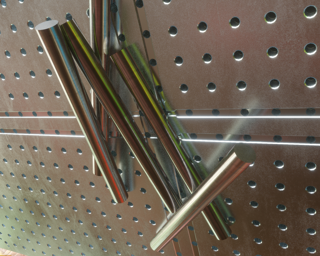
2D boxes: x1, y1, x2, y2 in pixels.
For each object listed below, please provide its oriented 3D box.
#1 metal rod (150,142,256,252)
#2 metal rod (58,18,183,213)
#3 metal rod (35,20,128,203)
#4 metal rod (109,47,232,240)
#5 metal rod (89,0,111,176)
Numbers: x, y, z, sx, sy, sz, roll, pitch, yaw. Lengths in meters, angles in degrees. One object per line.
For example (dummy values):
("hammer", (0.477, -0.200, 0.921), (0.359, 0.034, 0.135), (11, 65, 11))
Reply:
("metal rod", (0.041, 0.113, 0.427), (0.025, 0.025, 0.298), (34, 138, 6))
("metal rod", (-0.042, 0.001, 0.412), (0.025, 0.025, 0.299), (-12, 119, 33))
("metal rod", (-0.092, 0.003, 0.421), (0.025, 0.025, 0.298), (8, 134, 24))
("metal rod", (0.022, 0.031, 0.417), (0.025, 0.025, 0.299), (-19, 109, 35))
("metal rod", (-0.081, -0.053, 0.419), (0.025, 0.025, 0.298), (19, 126, 17))
